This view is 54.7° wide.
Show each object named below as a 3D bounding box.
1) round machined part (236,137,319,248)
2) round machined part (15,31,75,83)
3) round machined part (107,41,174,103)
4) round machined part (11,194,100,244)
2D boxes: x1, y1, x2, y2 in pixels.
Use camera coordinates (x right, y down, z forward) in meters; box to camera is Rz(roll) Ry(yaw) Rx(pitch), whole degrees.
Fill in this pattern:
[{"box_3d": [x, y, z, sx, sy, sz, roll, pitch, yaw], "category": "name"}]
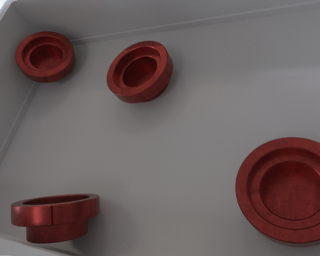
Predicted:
[{"box_3d": [0.125, 0.061, 0.292, 0.098, 0.042, 0.098, -13, 56, 21], "category": "round machined part"}, {"box_3d": [-0.203, -0.123, 0.559, 0.099, 0.042, 0.098, 2, 66, -4], "category": "round machined part"}, {"box_3d": [-0.025, -0.077, 0.456, 0.098, 0.042, 0.098, -13, 56, 21], "category": "round machined part"}, {"box_3d": [-0.120, 0.105, 0.364, 0.098, 0.098, 0.042, -6, 84, 25], "category": "round machined part"}]
